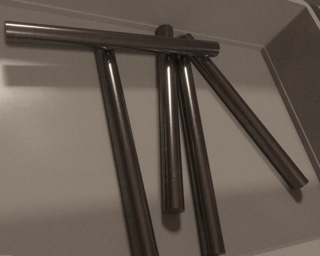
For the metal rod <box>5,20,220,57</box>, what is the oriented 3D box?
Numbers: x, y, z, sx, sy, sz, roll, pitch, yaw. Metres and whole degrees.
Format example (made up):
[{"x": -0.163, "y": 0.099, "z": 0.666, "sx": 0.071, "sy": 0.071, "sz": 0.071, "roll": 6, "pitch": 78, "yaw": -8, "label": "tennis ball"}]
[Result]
[{"x": -0.042, "y": -0.117, "z": 0.421, "sx": 0.303, "sy": 0.025, "sz": 0.025, "roll": -4, "pitch": 64, "yaw": -30, "label": "metal rod"}]

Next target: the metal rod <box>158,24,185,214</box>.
[{"x": 0.013, "y": -0.033, "z": 0.433, "sx": 0.025, "sy": 0.025, "sz": 0.299, "roll": 12, "pitch": 56, "yaw": -22, "label": "metal rod"}]

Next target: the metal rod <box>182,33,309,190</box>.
[{"x": 0.128, "y": -0.032, "z": 0.496, "sx": 0.025, "sy": 0.025, "sz": 0.299, "roll": -29, "pitch": 78, "yaw": -38, "label": "metal rod"}]

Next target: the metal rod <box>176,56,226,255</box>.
[{"x": 0.048, "y": 0.014, "z": 0.424, "sx": 0.025, "sy": 0.025, "sz": 0.299, "roll": 8, "pitch": 58, "yaw": -24, "label": "metal rod"}]

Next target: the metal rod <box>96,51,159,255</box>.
[{"x": -0.046, "y": 0.008, "z": 0.376, "sx": 0.025, "sy": 0.025, "sz": 0.299, "roll": 0, "pitch": 62, "yaw": -29, "label": "metal rod"}]
